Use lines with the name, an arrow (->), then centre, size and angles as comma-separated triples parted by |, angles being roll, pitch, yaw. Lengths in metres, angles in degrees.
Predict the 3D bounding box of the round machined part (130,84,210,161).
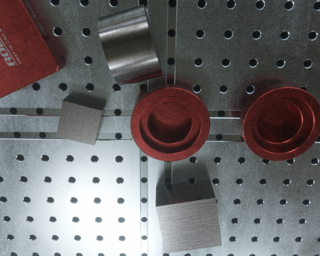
round machined part -> 0.013, -0.009, 0.401 | 0.099, 0.042, 0.097 | 0, 110, 0

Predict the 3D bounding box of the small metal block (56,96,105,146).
small metal block -> -0.104, -0.010, 0.409 | 0.050, 0.025, 0.050 | 15, 109, -6

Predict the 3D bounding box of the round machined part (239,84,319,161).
round machined part -> 0.152, -0.010, 0.402 | 0.099, 0.042, 0.097 | 0, 110, 0

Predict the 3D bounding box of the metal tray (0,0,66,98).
metal tray -> -0.187, -0.112, 0.368 | 0.090, 0.030, 0.129 | -23, 109, 8

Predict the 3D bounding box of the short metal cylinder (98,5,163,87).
short metal cylinder -> -0.031, -0.091, 0.350 | 0.050, 0.080, 0.080 | -15, 110, 5

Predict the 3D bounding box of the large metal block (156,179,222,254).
large metal block -> 0.041, 0.126, 0.447 | 0.080, 0.050, 0.079 | -10, 110, 3
